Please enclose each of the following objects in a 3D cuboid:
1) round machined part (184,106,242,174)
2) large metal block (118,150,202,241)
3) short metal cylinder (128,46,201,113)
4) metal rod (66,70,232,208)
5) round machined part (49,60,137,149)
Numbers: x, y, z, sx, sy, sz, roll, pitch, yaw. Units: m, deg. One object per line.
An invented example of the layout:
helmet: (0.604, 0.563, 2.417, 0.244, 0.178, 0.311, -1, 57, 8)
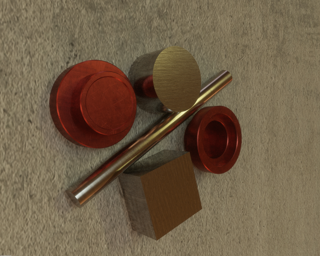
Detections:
round machined part: (0.074, 0.017, 0.457, 0.099, 0.042, 0.097, 0, 90, -40)
large metal block: (0.001, 0.079, 0.392, 0.081, 0.050, 0.080, -22, 104, -38)
short metal cylinder: (0.007, -0.059, 0.395, 0.081, 0.050, 0.079, 0, 90, -40)
metal rod: (0.006, -0.003, 0.413, 0.302, 0.025, 0.025, -39, 114, -33)
round machined part: (-0.065, -0.026, 0.340, 0.099, 0.042, 0.097, 0, 90, -40)
